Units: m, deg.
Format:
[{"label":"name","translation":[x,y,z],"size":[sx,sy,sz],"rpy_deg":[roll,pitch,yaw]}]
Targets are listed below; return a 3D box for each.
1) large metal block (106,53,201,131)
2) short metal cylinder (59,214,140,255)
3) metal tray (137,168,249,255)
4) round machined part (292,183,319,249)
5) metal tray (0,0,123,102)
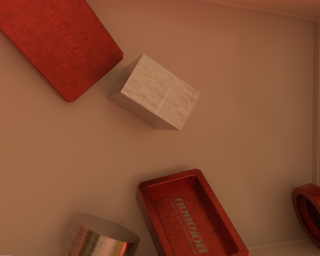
[{"label":"large metal block","translation":[-0.011,-0.039,0.378],"size":[0.080,0.080,0.050],"rpy_deg":[32,80,-18]},{"label":"short metal cylinder","translation":[-0.069,0.139,0.357],"size":[0.080,0.080,0.050],"rpy_deg":[24,82,-19]},{"label":"metal tray","translation":[0.034,0.116,0.376],"size":[0.091,0.130,0.030],"rpy_deg":[-11,137,-20]},{"label":"round machined part","translation":[0.244,0.128,0.460],"size":[0.042,0.098,0.097],"rpy_deg":[-18,97,-3]},{"label":"metal tray","translation":[-0.114,-0.105,0.347],"size":[0.090,0.030,0.130],"rpy_deg":[-45,121,-14]}]
